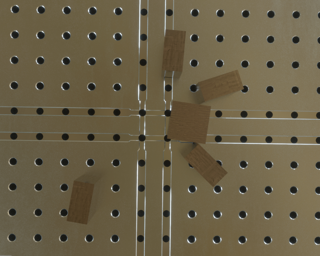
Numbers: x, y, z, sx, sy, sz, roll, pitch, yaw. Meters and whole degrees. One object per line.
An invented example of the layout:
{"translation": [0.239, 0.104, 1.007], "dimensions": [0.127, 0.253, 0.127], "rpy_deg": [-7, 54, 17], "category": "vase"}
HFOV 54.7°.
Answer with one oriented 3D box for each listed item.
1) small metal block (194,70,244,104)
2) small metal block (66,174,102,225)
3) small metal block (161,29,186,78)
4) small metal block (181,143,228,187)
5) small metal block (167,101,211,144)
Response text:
{"translation": [0.075, -0.052, 0.402], "dimensions": [0.050, 0.050, 0.025], "rpy_deg": [-18, 90, 0], "category": "small metal block"}
{"translation": [-0.096, 0.090, 0.400], "dimensions": [0.025, 0.050, 0.050], "rpy_deg": [10, 90, 0], "category": "small metal block"}
{"translation": [0.017, -0.094, 0.401], "dimensions": [0.025, 0.050, 0.050], "rpy_deg": [5, 90, 0], "category": "small metal block"}
{"translation": [0.056, 0.045, 0.402], "dimensions": [0.025, 0.050, 0.050], "rpy_deg": [-45, 91, 0], "category": "small metal block"}
{"translation": [0.038, -0.007, 0.414], "dimensions": [0.050, 0.025, 0.050], "rpy_deg": [8, 90, -1], "category": "small metal block"}
